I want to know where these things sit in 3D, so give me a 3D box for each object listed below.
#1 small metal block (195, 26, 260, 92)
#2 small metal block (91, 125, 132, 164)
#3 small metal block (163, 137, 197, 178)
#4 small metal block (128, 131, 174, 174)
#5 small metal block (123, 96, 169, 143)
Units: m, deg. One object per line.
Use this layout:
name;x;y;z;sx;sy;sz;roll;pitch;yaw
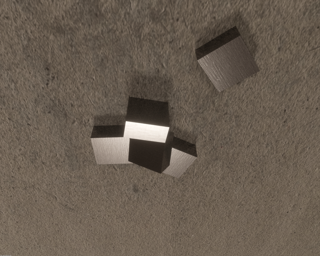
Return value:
small metal block;0.075;-0.075;0.344;0.050;0.025;0.050;-28;125;21
small metal block;-0.064;0.023;0.426;0.050;0.025;0.050;-2;130;1
small metal block;0.017;0.040;0.442;0.050;0.025;0.050;23;127;-19
small metal block;-0.012;0.025;0.407;0.050;0.025;0.050;18;118;22
small metal block;-0.016;-0.011;0.381;0.050;0.050;0.025;8;129;-7
